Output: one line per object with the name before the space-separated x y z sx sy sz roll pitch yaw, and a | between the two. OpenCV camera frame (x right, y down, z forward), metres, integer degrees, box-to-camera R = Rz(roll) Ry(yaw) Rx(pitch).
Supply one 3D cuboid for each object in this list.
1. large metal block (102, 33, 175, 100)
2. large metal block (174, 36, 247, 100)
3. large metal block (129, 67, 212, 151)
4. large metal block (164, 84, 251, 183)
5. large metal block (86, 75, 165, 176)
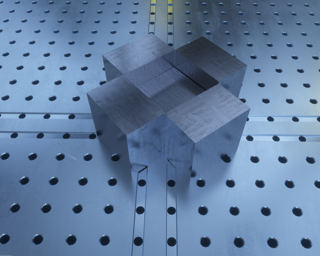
large metal block | -0.027 -0.073 0.434 0.080 0.080 0.050 -31 57 -24
large metal block | 0.064 -0.065 0.428 0.050 0.080 0.080 -31 57 -24
large metal block | 0.014 -0.025 0.411 0.080 0.050 0.080 -32 56 -22
large metal block | 0.053 0.007 0.368 0.080 0.080 0.050 -30 56 -23
large metal block | -0.039 -0.003 0.374 0.050 0.080 0.080 -32 57 -24
